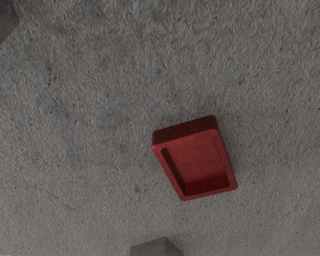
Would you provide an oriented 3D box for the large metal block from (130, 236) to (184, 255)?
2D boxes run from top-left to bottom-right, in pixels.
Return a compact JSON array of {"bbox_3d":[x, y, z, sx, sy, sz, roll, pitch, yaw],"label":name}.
[{"bbox_3d":[-0.005,0.269,0.620,0.080,0.050,0.080,-25,126,19],"label":"large metal block"}]

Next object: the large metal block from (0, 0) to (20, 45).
[{"bbox_3d":[-0.189,-0.103,0.281,0.080,0.080,0.050,-1,130,1],"label":"large metal block"}]

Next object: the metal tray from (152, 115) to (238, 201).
[{"bbox_3d":[0.053,0.049,0.445,0.090,0.030,0.130,-16,129,13],"label":"metal tray"}]
